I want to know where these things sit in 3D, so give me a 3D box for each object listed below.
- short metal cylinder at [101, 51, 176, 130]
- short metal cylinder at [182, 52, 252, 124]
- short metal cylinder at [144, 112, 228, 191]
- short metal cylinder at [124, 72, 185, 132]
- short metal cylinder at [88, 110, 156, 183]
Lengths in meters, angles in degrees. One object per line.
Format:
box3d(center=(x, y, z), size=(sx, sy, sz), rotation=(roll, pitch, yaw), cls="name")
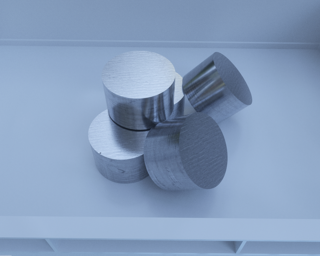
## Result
box3d(center=(-0.023, -0.044, 0.357), size=(0.081, 0.050, 0.080), rotation=(0, 50, 0), cls="short metal cylinder")
box3d(center=(0.075, -0.051, 0.404), size=(0.080, 0.050, 0.080), rotation=(33, 38, -31), cls="short metal cylinder")
box3d(center=(0.029, 0.027, 0.336), size=(0.050, 0.080, 0.080), rotation=(-15, 35, 44), cls="short metal cylinder")
box3d(center=(-0.007, -0.038, 0.418), size=(0.081, 0.050, 0.080), rotation=(0, 50, 0), cls="short metal cylinder")
box3d(center=(-0.041, 0.019, 0.371), size=(0.081, 0.050, 0.080), rotation=(0, 50, 0), cls="short metal cylinder")
